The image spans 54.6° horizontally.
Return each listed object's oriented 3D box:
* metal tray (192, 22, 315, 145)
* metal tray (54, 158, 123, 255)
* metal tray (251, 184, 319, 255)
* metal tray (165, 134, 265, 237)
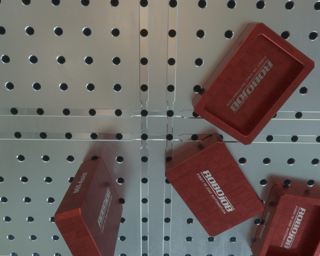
[{"bbox_3d":[0.114,-0.054,0.391,0.090,0.030,0.129,32,107,-11],"label":"metal tray"},{"bbox_3d":[-0.084,0.107,0.396,0.030,0.130,0.090,-17,109,6],"label":"metal tray"},{"bbox_3d":[0.201,0.153,0.468,0.090,0.030,0.129,9,110,-4],"label":"metal tray"},{"bbox_3d":[0.078,0.084,0.442,0.090,0.030,0.130,-32,107,11],"label":"metal tray"}]
